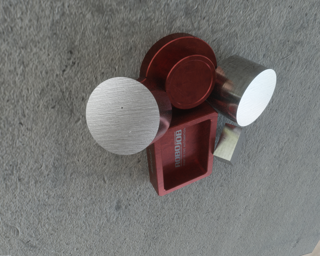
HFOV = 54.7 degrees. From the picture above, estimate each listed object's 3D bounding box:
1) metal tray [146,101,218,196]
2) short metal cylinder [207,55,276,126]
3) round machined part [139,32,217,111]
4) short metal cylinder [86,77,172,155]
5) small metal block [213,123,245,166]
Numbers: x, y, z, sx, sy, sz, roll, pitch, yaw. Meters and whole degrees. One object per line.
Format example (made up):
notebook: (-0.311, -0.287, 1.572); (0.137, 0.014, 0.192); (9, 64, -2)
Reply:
metal tray: (0.029, 0.030, 0.425); (0.091, 0.030, 0.129); (-20, 136, -17)
short metal cylinder: (0.106, -0.049, 0.406); (0.081, 0.050, 0.079); (-29, 138, -30)
round machined part: (0.028, -0.062, 0.375); (0.099, 0.042, 0.097); (-14, 124, -21)
short metal cylinder: (-0.032, -0.015, 0.337); (0.080, 0.080, 0.050); (-61, 170, 15)
small metal block: (0.103, 0.025, 0.458); (0.050, 0.025, 0.050); (-67, 157, -8)
